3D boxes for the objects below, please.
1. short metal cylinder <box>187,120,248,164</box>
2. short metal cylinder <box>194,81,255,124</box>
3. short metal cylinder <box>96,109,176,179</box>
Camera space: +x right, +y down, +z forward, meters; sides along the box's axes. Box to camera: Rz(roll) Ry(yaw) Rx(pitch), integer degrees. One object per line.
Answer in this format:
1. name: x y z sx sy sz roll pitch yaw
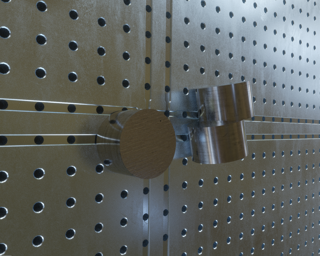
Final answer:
1. short metal cylinder: 0.082 0.016 0.442 0.081 0.080 0.050 -15 100 -39
2. short metal cylinder: 0.094 -0.038 0.451 0.081 0.080 0.050 -15 100 -39
3. short metal cylinder: -0.027 0.018 0.369 0.081 0.050 0.079 0 91 -40
